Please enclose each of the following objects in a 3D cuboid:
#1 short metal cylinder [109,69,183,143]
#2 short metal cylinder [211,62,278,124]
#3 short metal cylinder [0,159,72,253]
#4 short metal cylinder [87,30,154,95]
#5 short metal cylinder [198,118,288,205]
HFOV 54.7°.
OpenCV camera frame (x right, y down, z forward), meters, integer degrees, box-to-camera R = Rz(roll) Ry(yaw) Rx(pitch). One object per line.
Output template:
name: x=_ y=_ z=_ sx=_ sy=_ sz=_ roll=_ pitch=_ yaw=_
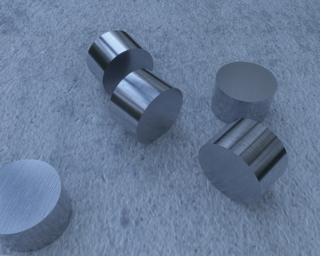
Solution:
short metal cylinder: x=-0.017 y=-0.027 z=0.390 sx=0.050 sy=0.080 sz=0.080 roll=38 pitch=59 yaw=27
short metal cylinder: x=0.114 y=-0.047 z=0.428 sx=0.081 sy=0.050 sz=0.080 roll=0 pitch=50 yaw=0
short metal cylinder: x=-0.137 y=0.079 z=0.319 sx=0.081 sy=0.050 sz=0.080 roll=0 pitch=50 yaw=0
short metal cylinder: x=-0.057 y=-0.091 z=0.443 sx=0.081 sy=0.080 sz=0.050 roll=-27 pitch=55 yaw=-21
short metal cylinder: x=0.089 y=0.036 z=0.339 sx=0.050 sy=0.080 sz=0.080 roll=-37 pitch=60 yaw=-27
